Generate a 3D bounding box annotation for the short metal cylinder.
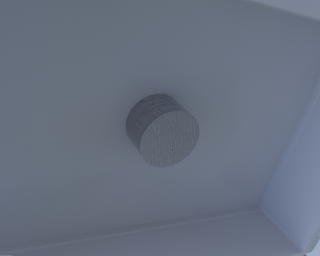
[{"bbox_3d":[0.003,0.003,0.395,0.081,0.050,0.080,-14,124,-21],"label":"short metal cylinder"}]
